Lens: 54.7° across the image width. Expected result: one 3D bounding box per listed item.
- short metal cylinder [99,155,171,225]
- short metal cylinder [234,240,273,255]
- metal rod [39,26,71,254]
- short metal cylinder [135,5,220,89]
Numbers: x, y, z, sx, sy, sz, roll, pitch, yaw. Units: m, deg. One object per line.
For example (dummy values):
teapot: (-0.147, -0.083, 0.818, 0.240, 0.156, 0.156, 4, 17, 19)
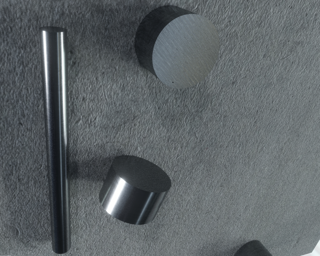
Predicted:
short metal cylinder: (-0.032, 0.078, 0.402, 0.081, 0.080, 0.050, 12, 112, -34)
short metal cylinder: (0.210, 0.299, 0.691, 0.081, 0.050, 0.079, -14, 124, -21)
metal rod: (-0.119, 0.036, 0.364, 0.025, 0.025, 0.298, -7, 122, -25)
short metal cylinder: (0.018, -0.090, 0.345, 0.081, 0.050, 0.079, -14, 124, -21)
